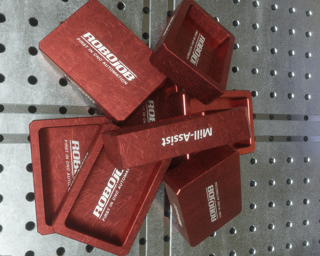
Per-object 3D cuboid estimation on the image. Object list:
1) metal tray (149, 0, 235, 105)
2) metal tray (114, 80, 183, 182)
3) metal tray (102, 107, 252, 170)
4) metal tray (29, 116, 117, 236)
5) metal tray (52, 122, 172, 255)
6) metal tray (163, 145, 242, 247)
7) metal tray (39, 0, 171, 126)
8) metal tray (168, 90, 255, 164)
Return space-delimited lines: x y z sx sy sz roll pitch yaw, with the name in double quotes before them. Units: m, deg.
"metal tray" 0.047 -0.101 0.391 0.090 0.030 0.130 35 46 -16
"metal tray" -0.012 0.000 0.405 0.091 0.030 0.129 -5 90 -22
"metal tray" 0.012 0.007 0.314 0.131 0.090 0.030 -12 94 -15
"metal tray" -0.103 0.053 0.372 0.091 0.030 0.129 -5 91 -21
"metal tray" -0.053 0.069 0.358 0.090 0.030 0.130 28 81 -18
"metal tray" 0.060 0.087 0.396 0.090 0.030 0.129 -30 133 -17
"metal tray" -0.063 -0.077 0.369 0.130 0.030 0.090 43 76 1
"metal tray" 0.074 -0.005 0.417 0.131 0.030 0.090 -5 92 -37
